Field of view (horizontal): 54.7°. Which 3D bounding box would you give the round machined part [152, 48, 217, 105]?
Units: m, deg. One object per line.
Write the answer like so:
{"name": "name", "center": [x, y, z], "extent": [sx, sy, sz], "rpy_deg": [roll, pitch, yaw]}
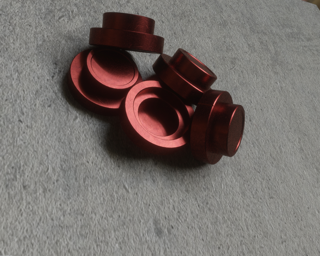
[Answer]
{"name": "round machined part", "center": [0.041, -0.075, 0.436], "extent": [0.098, 0.042, 0.098], "rpy_deg": [33, 21, -14]}

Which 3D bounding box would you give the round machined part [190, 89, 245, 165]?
{"name": "round machined part", "center": [0.080, 0.000, 0.404], "extent": [0.042, 0.097, 0.098], "rpy_deg": [12, 44, 29]}

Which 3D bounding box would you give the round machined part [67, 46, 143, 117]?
{"name": "round machined part", "center": [-0.067, -0.067, 0.402], "extent": [0.099, 0.042, 0.098], "rpy_deg": [14, 56, -21]}

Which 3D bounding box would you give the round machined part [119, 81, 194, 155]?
{"name": "round machined part", "center": [-0.006, -0.009, 0.398], "extent": [0.099, 0.042, 0.098], "rpy_deg": [14, 56, -21]}

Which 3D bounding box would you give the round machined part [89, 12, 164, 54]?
{"name": "round machined part", "center": [-0.043, -0.126, 0.412], "extent": [0.099, 0.098, 0.042], "rpy_deg": [1, 103, -28]}
